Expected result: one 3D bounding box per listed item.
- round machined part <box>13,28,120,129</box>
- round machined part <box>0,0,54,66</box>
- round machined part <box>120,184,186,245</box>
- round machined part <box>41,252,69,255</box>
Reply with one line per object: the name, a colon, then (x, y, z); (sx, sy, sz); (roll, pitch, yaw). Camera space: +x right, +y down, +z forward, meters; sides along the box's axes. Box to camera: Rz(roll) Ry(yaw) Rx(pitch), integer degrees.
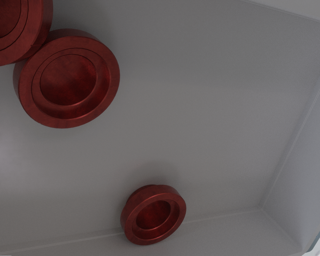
round machined part: (-0.093, -0.051, 0.308); (0.099, 0.042, 0.097); (-23, 135, -24)
round machined part: (-0.133, -0.099, 0.246); (0.099, 0.042, 0.097); (1, 107, 2)
round machined part: (-0.013, 0.125, 0.466); (0.099, 0.042, 0.097); (-13, 123, -21)
round machined part: (-0.159, 0.221, 0.450); (0.099, 0.042, 0.097); (-14, 124, -21)
